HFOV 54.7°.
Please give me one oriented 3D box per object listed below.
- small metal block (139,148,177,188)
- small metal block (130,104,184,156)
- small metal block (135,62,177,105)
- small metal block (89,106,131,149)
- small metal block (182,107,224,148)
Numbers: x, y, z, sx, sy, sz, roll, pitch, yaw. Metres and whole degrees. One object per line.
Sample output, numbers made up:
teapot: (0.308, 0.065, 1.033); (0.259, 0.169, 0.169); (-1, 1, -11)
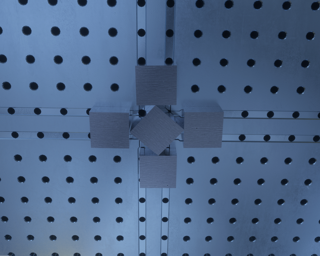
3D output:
small metal block: (-0.003, 0.056, 0.434); (0.050, 0.025, 0.050); (0, 110, -1)
small metal block: (-0.004, 0.000, 0.413); (0.050, 0.025, 0.050); (40, 105, -14)
small metal block: (-0.005, -0.056, 0.393); (0.050, 0.025, 0.050); (-1, 110, -1)
small metal block: (-0.065, -0.001, 0.412); (0.050, 0.025, 0.050); (1, 110, -1)
small metal block: (0.056, -0.001, 0.414); (0.050, 0.025, 0.050); (0, 110, -1)
